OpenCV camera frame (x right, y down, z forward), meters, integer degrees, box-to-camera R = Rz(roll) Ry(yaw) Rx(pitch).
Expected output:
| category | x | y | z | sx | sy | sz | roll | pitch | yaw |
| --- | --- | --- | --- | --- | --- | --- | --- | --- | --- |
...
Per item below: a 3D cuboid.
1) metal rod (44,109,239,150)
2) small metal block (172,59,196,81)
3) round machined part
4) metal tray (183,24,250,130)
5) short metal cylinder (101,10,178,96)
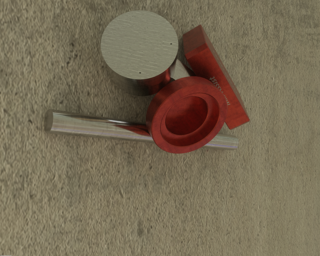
| category | x | y | z | sx | sy | sz | roll | pitch | yaw |
| --- | --- | --- | --- | --- | --- | --- | --- | --- | --- |
| metal rod | 0.003 | 0.009 | 0.408 | 0.302 | 0.025 | 0.025 | 8 | 85 | -40 |
| small metal block | 0.018 | -0.062 | 0.403 | 0.050 | 0.050 | 0.025 | 30 | 72 | -36 |
| round machined part | 0.029 | -0.019 | 0.379 | 0.099 | 0.042 | 0.097 | -13 | 129 | -16 |
| metal tray | 0.078 | -0.071 | 0.435 | 0.130 | 0.030 | 0.090 | 53 | 21 | -27 |
| short metal cylinder | -0.021 | -0.081 | 0.346 | 0.081 | 0.050 | 0.080 | 0 | 76 | -1 |
